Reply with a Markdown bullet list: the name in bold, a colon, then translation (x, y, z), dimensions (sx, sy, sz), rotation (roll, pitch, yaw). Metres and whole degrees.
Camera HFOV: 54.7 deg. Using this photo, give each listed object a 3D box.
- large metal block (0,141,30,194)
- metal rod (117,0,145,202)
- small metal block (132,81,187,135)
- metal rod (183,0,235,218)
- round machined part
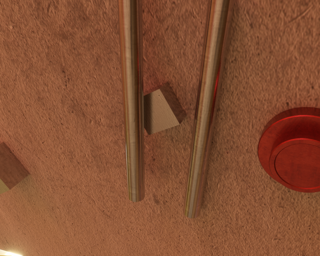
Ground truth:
- **large metal block**: translation (-0.318, 0.083, 0.606), dimensions (0.080, 0.050, 0.080), rotation (-23, 106, 36)
- **metal rod**: translation (-0.032, -0.029, 0.372), dimensions (0.025, 0.025, 0.298), rotation (14, 124, 20)
- **small metal block**: translation (-0.002, -0.024, 0.392), dimensions (0.050, 0.025, 0.050), rotation (-20, 108, 35)
- **metal rod**: translation (0.053, -0.001, 0.376), dimensions (0.025, 0.025, 0.298), rotation (16, 125, 19)
- **round machined part**: translation (0.156, 0.030, 0.332), dimensions (0.098, 0.042, 0.097), rotation (13, 124, 20)
